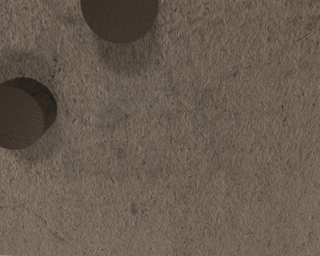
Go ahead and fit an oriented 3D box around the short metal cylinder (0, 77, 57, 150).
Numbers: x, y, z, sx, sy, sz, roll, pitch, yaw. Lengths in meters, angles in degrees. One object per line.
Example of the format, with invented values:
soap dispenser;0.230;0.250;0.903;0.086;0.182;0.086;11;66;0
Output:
short metal cylinder;-0.177;-0.019;0.387;0.081;0.050;0.079;0;110;-1

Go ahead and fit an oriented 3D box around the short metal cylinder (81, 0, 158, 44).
short metal cylinder;-0.042;-0.137;0.345;0.081;0.050;0.079;0;110;-1
